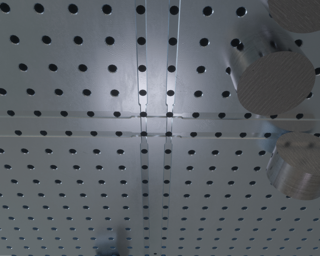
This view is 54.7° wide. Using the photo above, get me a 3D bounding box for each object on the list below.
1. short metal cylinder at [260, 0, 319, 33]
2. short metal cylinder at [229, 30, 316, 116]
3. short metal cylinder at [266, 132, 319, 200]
[{"bbox_3d":[0.133,-0.135,0.282,0.081,0.050,0.079,0,130,0],"label":"short metal cylinder"},{"bbox_3d":[0.122,-0.060,0.345,0.081,0.050,0.079,0,130,0],"label":"short metal cylinder"},{"bbox_3d":[0.192,0.050,0.420,0.081,0.080,0.050,2,130,-2],"label":"short metal cylinder"}]
